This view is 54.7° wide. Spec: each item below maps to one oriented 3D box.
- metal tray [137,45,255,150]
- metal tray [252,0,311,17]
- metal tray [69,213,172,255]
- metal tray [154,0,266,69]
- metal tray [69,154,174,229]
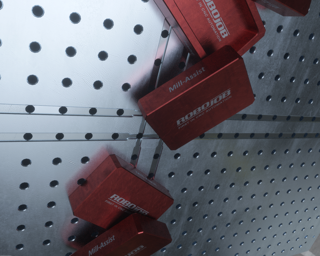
[{"bbox_3d":[0.049,-0.033,0.391,0.130,0.030,0.090,-32,140,5],"label":"metal tray"},{"bbox_3d":[0.131,-0.185,0.342,0.131,0.030,0.089,2,105,-40],"label":"metal tray"},{"bbox_3d":[-0.058,0.181,0.462,0.130,0.030,0.090,-36,141,12],"label":"metal tray"},{"bbox_3d":[0.062,-0.133,0.361,0.090,0.030,0.130,-43,130,1],"label":"metal tray"},{"bbox_3d":[-0.051,0.105,0.446,0.090,0.030,0.130,-46,130,4],"label":"metal tray"}]
